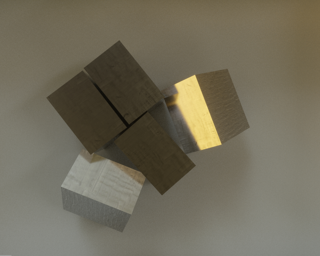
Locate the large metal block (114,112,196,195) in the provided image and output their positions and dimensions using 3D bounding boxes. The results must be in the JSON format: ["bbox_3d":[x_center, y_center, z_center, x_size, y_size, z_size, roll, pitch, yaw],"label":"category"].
[{"bbox_3d":[-0.006,0.028,0.382,0.050,0.080,0.080,-42,91,0],"label":"large metal block"}]

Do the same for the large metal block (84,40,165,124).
[{"bbox_3d":[-0.040,-0.051,0.382,0.050,0.080,0.080,-39,91,0],"label":"large metal block"}]

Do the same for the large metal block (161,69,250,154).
[{"bbox_3d":[0.058,-0.022,0.377,0.050,0.081,0.080,-21,90,40],"label":"large metal block"}]

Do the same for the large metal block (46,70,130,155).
[{"bbox_3d":[-0.081,-0.017,0.382,0.050,0.080,0.080,-38,90,0],"label":"large metal block"}]

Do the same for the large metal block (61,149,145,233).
[{"bbox_3d":[-0.069,0.079,0.375,0.080,0.080,0.050,22,55,-1],"label":"large metal block"}]
